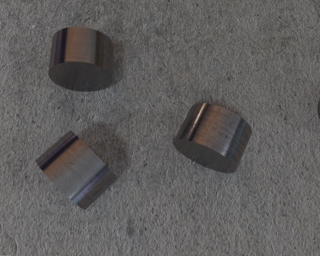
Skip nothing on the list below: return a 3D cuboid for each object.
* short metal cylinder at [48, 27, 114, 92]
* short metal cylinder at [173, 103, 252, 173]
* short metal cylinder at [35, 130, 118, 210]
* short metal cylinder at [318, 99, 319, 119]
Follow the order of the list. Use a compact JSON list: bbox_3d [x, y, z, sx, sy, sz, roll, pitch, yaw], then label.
[{"bbox_3d":[-0.103,-0.088,0.410,0.081,0.080,0.050,-1,70,-1],"label":"short metal cylinder"},{"bbox_3d":[0.063,0.013,0.374,0.080,0.080,0.050,25,72,9],"label":"short metal cylinder"},{"bbox_3d":[-0.096,0.048,0.360,0.080,0.080,0.050,42,75,14],"label":"short metal cylinder"},{"bbox_3d":[0.260,-0.029,0.407,0.081,0.050,0.080,0,70,0],"label":"short metal cylinder"}]
